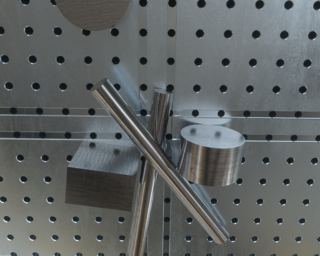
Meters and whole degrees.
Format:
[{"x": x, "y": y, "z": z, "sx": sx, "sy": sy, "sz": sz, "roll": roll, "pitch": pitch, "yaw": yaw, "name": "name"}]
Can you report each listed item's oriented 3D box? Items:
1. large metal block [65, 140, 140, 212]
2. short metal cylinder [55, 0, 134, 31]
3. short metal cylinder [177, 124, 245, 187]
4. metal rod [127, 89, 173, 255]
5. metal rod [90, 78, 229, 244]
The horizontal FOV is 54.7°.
[{"x": -0.071, "y": 0.060, "z": 0.405, "sx": 0.081, "sy": 0.080, "sz": 0.050, "roll": 8, "pitch": 110, "yaw": -3, "name": "large metal block"}, {"x": -0.071, "y": -0.151, "z": 0.344, "sx": 0.081, "sy": 0.050, "sz": 0.079, "roll": 0, "pitch": 110, "yaw": 0, "name": "short metal cylinder"}, {"x": 0.064, "y": 0.032, "z": 0.397, "sx": 0.081, "sy": 0.080, "sz": 0.050, "roll": 4, "pitch": 110, "yaw": -2, "name": "short metal cylinder"}, {"x": -0.019, "y": 0.091, "z": 0.446, "sx": 0.025, "sy": 0.025, "sz": 0.298, "roll": 9, "pitch": 110, "yaw": -3, "name": "metal rod"}, {"x": 0.013, "y": 0.059, "z": 0.412, "sx": 0.025, "sy": 0.025, "sz": 0.300, "roll": -32, "pitch": 116, "yaw": 11, "name": "metal rod"}]
